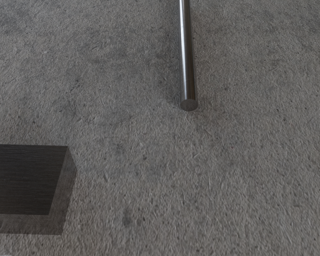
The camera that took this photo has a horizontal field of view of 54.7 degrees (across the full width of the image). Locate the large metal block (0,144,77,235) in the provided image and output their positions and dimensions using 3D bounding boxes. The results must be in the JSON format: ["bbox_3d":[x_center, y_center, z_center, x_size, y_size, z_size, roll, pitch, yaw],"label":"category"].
[{"bbox_3d":[-0.142,0.065,0.331,0.080,0.050,0.080,2,50,1],"label":"large metal block"}]

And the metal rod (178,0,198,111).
[{"bbox_3d":[0.044,-0.146,0.526,0.025,0.025,0.300,1,50,1],"label":"metal rod"}]
